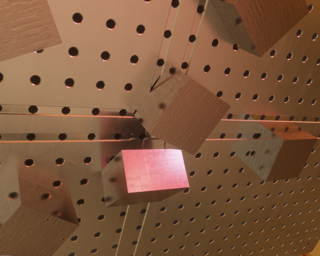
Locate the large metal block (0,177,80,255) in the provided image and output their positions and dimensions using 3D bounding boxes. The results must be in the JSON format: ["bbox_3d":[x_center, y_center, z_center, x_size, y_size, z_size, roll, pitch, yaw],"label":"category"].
[{"bbox_3d":[-0.161,0.119,0.380,0.080,0.050,0.080,-48,129,5],"label":"large metal block"}]

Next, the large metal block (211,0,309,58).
[{"bbox_3d":[0.119,-0.146,0.368,0.080,0.050,0.080,-43,129,1],"label":"large metal block"}]

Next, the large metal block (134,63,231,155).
[{"bbox_3d":[0.029,-0.022,0.396,0.080,0.050,0.080,27,103,-37],"label":"large metal block"}]

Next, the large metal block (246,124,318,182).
[{"bbox_3d":[0.208,0.041,0.533,0.081,0.050,0.079,-1,119,-28],"label":"large metal block"}]

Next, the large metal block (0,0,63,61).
[{"bbox_3d":[-0.138,-0.103,0.256,0.080,0.050,0.080,-22,127,-15],"label":"large metal block"}]

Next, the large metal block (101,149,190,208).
[{"bbox_3d":[-0.022,0.065,0.398,0.081,0.050,0.080,1,155,-29],"label":"large metal block"}]
